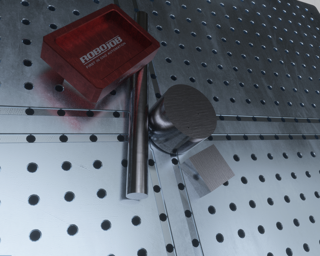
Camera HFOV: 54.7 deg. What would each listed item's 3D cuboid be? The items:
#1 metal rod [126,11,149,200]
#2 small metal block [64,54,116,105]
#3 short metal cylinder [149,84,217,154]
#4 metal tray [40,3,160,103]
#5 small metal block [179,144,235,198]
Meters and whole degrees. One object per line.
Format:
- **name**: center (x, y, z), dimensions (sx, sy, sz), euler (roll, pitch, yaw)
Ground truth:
- **metal rod**: center (-0.028, -0.051, 0.425), dimensions (0.025, 0.025, 0.299), euler (13, 56, -22)
- **small metal block**: center (-0.087, -0.066, 0.403), dimensions (0.050, 0.025, 0.050), euler (37, 51, -4)
- **short metal cylinder**: center (0.028, -0.011, 0.413), dimensions (0.081, 0.050, 0.080), euler (16, 56, -24)
- **metal tray**: center (-0.071, -0.100, 0.396), dimensions (0.090, 0.030, 0.131), euler (42, 51, 2)
- **small metal block**: center (0.063, 0.056, 0.410), dimensions (0.050, 0.025, 0.050), euler (-24, 75, -37)
